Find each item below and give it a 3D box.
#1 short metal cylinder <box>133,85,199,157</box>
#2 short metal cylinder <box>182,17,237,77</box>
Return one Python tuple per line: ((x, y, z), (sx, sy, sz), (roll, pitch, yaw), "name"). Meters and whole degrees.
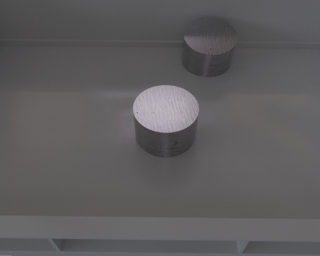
((0.007, -0.009, 0.397), (0.080, 0.050, 0.080), (0, 50, 0), "short metal cylinder")
((0.076, -0.128, 0.488), (0.080, 0.050, 0.080), (0, 60, 0), "short metal cylinder")
